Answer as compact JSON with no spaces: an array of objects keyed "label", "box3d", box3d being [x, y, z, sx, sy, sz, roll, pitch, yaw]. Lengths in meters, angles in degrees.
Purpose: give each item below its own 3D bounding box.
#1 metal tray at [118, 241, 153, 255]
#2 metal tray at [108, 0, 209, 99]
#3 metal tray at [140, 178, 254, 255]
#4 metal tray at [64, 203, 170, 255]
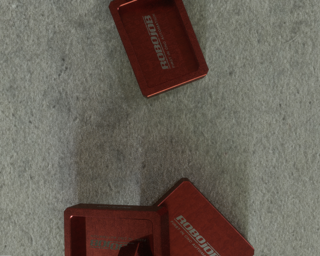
[{"label":"metal tray","box3d":[-0.007,0.207,0.356,0.030,0.090,0.130,-26,115,29]},{"label":"metal tray","box3d":[-0.002,-0.114,0.407,0.090,0.030,0.129,-21,90,-1]},{"label":"metal tray","box3d":[0.046,0.142,0.408,0.090,0.030,0.130,-44,90,0]},{"label":"metal tray","box3d":[-0.054,0.143,0.381,0.130,0.030,0.089,-3,87,20]}]
